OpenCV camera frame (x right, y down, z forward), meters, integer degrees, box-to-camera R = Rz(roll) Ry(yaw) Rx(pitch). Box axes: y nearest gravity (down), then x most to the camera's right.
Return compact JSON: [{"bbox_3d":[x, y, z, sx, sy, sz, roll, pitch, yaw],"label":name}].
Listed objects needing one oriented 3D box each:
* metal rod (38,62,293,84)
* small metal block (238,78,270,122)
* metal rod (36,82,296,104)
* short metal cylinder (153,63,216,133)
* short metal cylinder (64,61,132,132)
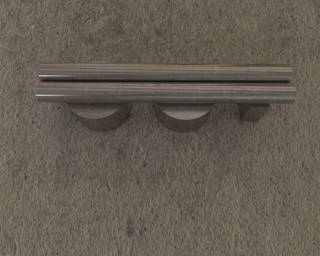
[{"bbox_3d":[0.007,-0.067,0.380,0.302,0.025,0.025,0,70,0],"label":"metal rod"},{"bbox_3d":[0.122,-0.040,0.413,0.025,0.050,0.050,-1,70,-1],"label":"small metal block"},{"bbox_3d":[0.007,-0.042,0.371,0.302,0.025,0.025,0,70,0],"label":"metal rod"},{"bbox_3d":[0.031,-0.039,0.411,0.081,0.050,0.080,0,70,0],"label":"short metal cylinder"},{"bbox_3d":[-0.079,-0.040,0.409,0.081,0.050,0.080,0,70,0],"label":"short metal cylinder"}]
